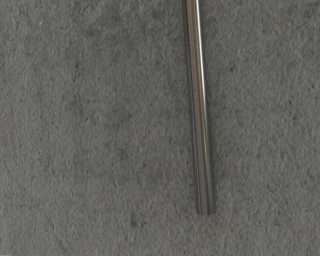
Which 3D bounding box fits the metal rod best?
[{"bbox_3d":[0.048,-0.043,0.391,0.025,0.025,0.298,-4,89,19],"label":"metal rod"}]
